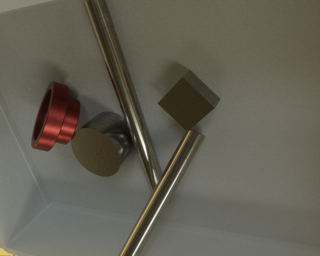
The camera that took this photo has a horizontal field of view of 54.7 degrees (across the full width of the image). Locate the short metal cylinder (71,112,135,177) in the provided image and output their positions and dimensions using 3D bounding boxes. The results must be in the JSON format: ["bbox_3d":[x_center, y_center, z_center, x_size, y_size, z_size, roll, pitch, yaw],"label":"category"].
[{"bbox_3d":[-0.079,0.023,0.447,0.080,0.050,0.079,13,124,20],"label":"short metal cylinder"}]

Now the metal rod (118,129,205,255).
[{"bbox_3d":[-0.023,0.136,0.409,0.025,0.025,0.299,29,98,9],"label":"metal rod"}]

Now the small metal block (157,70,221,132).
[{"bbox_3d":[0.034,-0.032,0.370,0.050,0.025,0.050,44,129,-3],"label":"small metal block"}]

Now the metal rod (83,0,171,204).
[{"bbox_3d":[-0.036,-0.017,0.415,0.025,0.025,0.298,-3,117,29],"label":"metal rod"}]

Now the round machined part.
[{"bbox_3d":[-0.146,-0.014,0.440,0.042,0.098,0.097,18,135,-28],"label":"round machined part"}]
